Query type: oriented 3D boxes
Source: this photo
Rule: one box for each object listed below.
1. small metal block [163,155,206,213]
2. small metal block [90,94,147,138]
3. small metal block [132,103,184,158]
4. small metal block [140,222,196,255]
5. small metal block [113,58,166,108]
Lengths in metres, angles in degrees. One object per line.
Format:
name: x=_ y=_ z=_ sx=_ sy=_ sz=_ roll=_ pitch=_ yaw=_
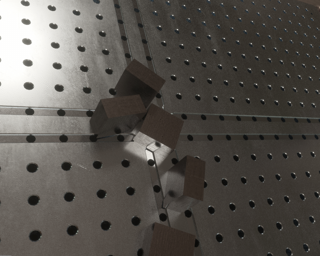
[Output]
small metal block: x=0.029 y=0.067 z=0.368 sx=0.025 sy=0.050 sz=0.050 roll=21 pitch=54 yaw=-16
small metal block: x=-0.051 y=-0.014 z=0.374 sx=0.050 sy=0.050 sz=0.025 roll=-11 pitch=68 yaw=-33
small metal block: x=-0.002 y=0.003 z=0.407 sx=0.050 sy=0.025 sz=0.050 roll=29 pitch=52 yaw=-10
small metal block: x=0.007 y=0.135 z=0.331 sx=0.050 sy=0.025 sz=0.050 roll=23 pitch=53 yaw=-15
small metal block: x=-0.028 y=-0.055 z=0.412 sx=0.050 sy=0.050 sz=0.025 roll=35 pitch=51 yaw=-6
